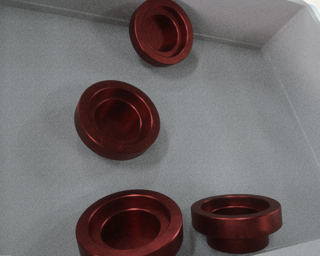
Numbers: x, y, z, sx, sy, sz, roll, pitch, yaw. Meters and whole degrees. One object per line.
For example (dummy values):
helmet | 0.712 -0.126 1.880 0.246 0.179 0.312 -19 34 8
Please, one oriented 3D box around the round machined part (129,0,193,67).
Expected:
round machined part | -0.002 -0.139 0.464 0.099 0.042 0.097 1 88 -30

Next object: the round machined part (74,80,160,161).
round machined part | -0.053 -0.006 0.371 0.099 0.042 0.098 14 56 -21

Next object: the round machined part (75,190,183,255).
round machined part | -0.027 0.104 0.296 0.099 0.042 0.098 -4 23 2

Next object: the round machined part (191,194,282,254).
round machined part | 0.086 0.107 0.349 0.099 0.098 0.042 -6 91 -31
